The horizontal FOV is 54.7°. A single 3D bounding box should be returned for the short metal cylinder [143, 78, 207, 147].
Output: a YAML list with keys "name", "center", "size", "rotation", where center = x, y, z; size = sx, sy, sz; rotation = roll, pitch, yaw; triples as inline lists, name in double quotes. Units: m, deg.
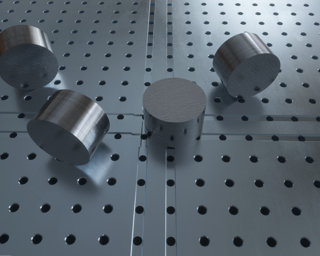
- name: "short metal cylinder"
  center: [0.019, -0.021, 0.409]
  size: [0.081, 0.050, 0.080]
  rotation: [0, 50, 0]

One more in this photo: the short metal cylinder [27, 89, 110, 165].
- name: "short metal cylinder"
  center: [-0.108, 0.000, 0.371]
  size: [0.080, 0.080, 0.050]
  rotation: [16, 52, 13]

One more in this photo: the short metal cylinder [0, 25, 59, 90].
- name: "short metal cylinder"
  center: [-0.197, -0.103, 0.457]
  size: [0.081, 0.080, 0.050]
  rotation: [-18, 53, -15]

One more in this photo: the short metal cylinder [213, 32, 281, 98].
- name: "short metal cylinder"
  center: [0.124, -0.089, 0.448]
  size: [0.081, 0.080, 0.050]
  rotation: [-13, 51, -11]
